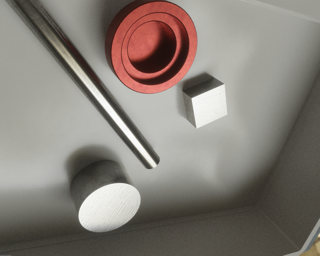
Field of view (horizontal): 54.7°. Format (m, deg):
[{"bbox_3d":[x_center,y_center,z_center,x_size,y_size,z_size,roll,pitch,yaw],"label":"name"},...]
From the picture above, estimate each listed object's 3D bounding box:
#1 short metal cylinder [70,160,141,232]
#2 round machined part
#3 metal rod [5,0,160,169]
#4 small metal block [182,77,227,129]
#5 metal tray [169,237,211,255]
[{"bbox_3d":[-0.073,0.090,0.410,0.081,0.050,0.079,-14,125,-21],"label":"short metal cylinder"},{"bbox_3d":[-0.013,-0.090,0.336,0.099,0.042,0.097,-14,125,-21],"label":"round machined part"},{"bbox_3d":[-0.077,-0.048,0.337,0.025,0.025,0.300,-37,130,-4],"label":"metal rod"},{"bbox_3d":[0.062,-0.034,0.423,0.050,0.025,0.050,-24,128,-14],"label":"small metal block"},{"bbox_3d":[0.064,0.282,0.620,0.090,0.030,0.130,-35,129,-5],"label":"metal tray"}]
